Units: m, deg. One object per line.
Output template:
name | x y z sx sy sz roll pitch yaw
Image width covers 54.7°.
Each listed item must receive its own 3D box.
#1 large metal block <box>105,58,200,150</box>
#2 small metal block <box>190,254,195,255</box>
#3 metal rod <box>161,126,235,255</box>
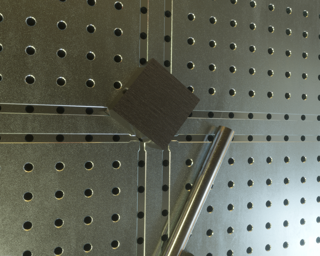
large metal block | -0.010 -0.029 0.396 0.080 0.050 0.080 40 77 -16
small metal block | 0.059 0.208 0.423 0.025 0.050 0.050 -38 103 -16
metal rod | 0.033 0.135 0.426 0.025 0.025 0.299 29 80 -18
